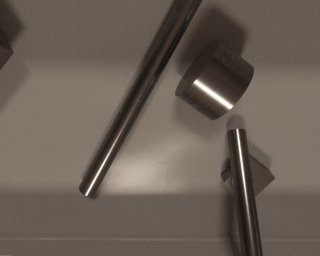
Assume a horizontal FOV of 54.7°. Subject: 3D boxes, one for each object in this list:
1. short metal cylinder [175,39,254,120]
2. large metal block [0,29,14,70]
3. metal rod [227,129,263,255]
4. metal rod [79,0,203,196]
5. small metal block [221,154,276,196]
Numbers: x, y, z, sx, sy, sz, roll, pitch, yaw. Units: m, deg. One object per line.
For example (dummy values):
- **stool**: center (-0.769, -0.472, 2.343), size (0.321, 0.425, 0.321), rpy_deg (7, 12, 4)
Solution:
- **short metal cylinder**: center (0.062, -0.056, 0.362), size (0.050, 0.080, 0.080), rpy_deg (35, 106, -12)
- **large metal block**: center (-0.228, -0.084, 0.342), size (0.080, 0.050, 0.080), rpy_deg (-46, 148, 14)
- **metal rod**: center (0.112, 0.148, 0.380), size (0.025, 0.025, 0.299), rpy_deg (-4, 76, 1)
- **metal rod**: center (-0.032, -0.034, 0.398), size (0.025, 0.025, 0.298), rpy_deg (27, 108, -10)
- **small metal block**: center (0.124, 0.068, 0.438), size (0.050, 0.025, 0.050), rpy_deg (38, 105, -13)
